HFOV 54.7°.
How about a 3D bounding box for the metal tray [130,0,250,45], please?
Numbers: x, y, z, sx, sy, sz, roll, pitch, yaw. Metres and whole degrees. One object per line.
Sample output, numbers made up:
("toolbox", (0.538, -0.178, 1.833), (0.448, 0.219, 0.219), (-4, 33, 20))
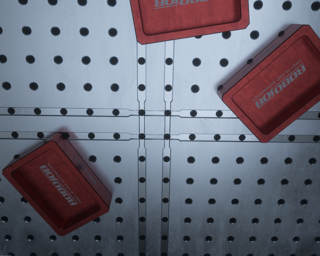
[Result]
("metal tray", (0.032, -0.151, 0.355), (0.131, 0.030, 0.089), (-8, 110, 2))

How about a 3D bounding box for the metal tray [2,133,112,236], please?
("metal tray", (-0.141, 0.082, 0.438), (0.090, 0.030, 0.130), (-31, 108, 10))

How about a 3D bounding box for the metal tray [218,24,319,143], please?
("metal tray", (0.152, -0.054, 0.392), (0.130, 0.030, 0.090), (-42, 105, 13))
